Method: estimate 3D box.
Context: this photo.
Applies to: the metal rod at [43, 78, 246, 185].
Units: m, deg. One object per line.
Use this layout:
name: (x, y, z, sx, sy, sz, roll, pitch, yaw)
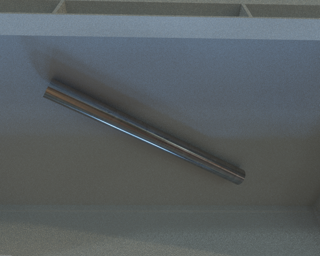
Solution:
metal rod: (-0.005, 0.014, 0.418, 0.302, 0.025, 0.025, 26, 125, -21)
